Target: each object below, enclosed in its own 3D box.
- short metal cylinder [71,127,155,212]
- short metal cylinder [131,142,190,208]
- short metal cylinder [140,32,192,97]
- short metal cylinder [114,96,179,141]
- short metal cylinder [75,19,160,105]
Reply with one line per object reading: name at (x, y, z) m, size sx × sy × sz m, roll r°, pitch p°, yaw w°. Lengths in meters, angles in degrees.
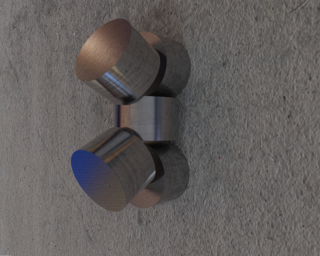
short metal cylinder at (-0.052, 0.046, 0.347) m, size 0.080 × 0.050 × 0.079 m, roll 22°, pitch 131°, yaw 28°
short metal cylinder at (-0.009, 0.058, 0.398) m, size 0.080 × 0.050 × 0.080 m, roll 0°, pitch 90°, yaw 40°
short metal cylinder at (-0.007, -0.077, 0.397) m, size 0.080 × 0.050 × 0.080 m, roll 0°, pitch 90°, yaw 40°
short metal cylinder at (-0.017, -0.012, 0.386) m, size 0.080 × 0.081 × 0.050 m, roll 2°, pitch 92°, yaw 40°
short metal cylinder at (-0.047, -0.073, 0.345) m, size 0.080 × 0.050 × 0.080 m, roll -19°, pitch 54°, yaw 29°
